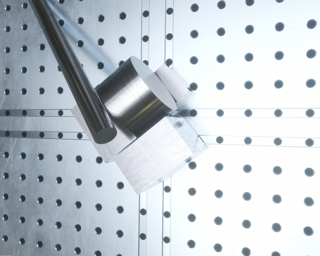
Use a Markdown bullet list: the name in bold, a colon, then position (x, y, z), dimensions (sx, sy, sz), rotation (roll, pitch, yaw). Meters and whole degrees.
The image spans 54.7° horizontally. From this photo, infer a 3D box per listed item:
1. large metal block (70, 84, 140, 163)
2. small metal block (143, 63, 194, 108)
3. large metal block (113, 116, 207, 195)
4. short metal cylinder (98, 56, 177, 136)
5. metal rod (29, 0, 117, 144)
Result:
- **large metal block**: position (-0.055, -0.005, 0.402), dimensions (0.050, 0.080, 0.080), rotation (-39, 78, 16)
- **small metal block**: position (0.007, -0.049, 0.410), dimensions (0.050, 0.025, 0.050), rotation (-43, 77, 14)
- **large metal block**: position (0.004, 0.031, 0.379), dimensions (0.080, 0.080, 0.050), rotation (-39, 78, 15)
- **short metal cylinder**: position (-0.025, -0.037, 0.364), dimensions (0.050, 0.080, 0.080), rotation (-38, 78, 16)
- **metal rod**: position (-0.124, -0.097, 0.399), dimensions (0.025, 0.025, 0.300), rotation (-43, 56, 15)
